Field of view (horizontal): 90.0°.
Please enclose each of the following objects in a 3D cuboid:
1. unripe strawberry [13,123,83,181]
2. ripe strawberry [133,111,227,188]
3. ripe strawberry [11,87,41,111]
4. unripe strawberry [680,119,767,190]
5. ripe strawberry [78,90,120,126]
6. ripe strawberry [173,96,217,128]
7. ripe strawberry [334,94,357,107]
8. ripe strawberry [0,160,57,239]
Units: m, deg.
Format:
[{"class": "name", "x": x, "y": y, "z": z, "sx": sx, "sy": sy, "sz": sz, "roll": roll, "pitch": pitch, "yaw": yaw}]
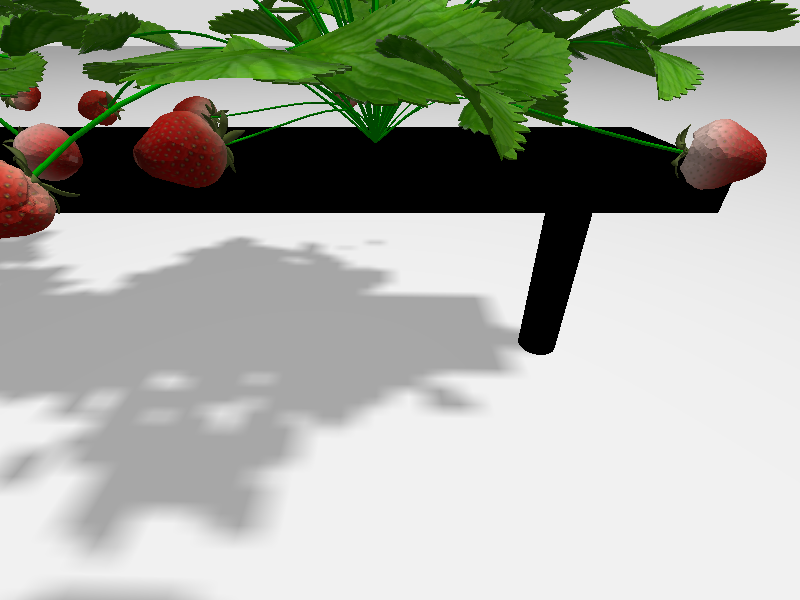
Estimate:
[{"class": "unripe strawberry", "x": -0.210, "y": -0.088, "z": 0.242, "sx": 0.034, "sy": 0.033, "sz": 0.031, "roll": 17, "pitch": 37, "yaw": 14}, {"class": "ripe strawberry", "x": -0.124, "y": -0.084, "z": 0.225, "sx": 0.046, "sy": 0.039, "sz": 0.046, "roll": 26, "pitch": 43, "yaw": 34}, {"class": "ripe strawberry", "x": -0.440, "y": -0.242, "z": 0.469, "sx": 0.034, "sy": 0.036, "sz": 0.037, "roll": 5, "pitch": 34, "yaw": 8}, {"class": "unripe strawberry", "x": 0.185, "y": -0.082, "z": 0.229, "sx": 0.039, "sy": 0.038, "sz": 0.036, "roll": 18, "pitch": 38, "yaw": 23}, {"class": "ripe strawberry", "x": -0.289, "y": -0.183, "z": 0.383, "sx": 0.031, "sy": 0.031, "sz": 0.034, "roll": 5, "pitch": 34, "yaw": 14}, {"class": "ripe strawberry", "x": -0.178, "y": -0.159, "z": 0.346, "sx": 0.035, "sy": 0.030, "sz": 0.035, "roll": 5, "pitch": 34, "yaw": 8}, {"class": "ripe strawberry", "x": -0.065, "y": -0.254, "z": 0.488, "sx": 0.034, "sy": 0.036, "sz": 0.037, "roll": -7, "pitch": 25, "yaw": -11}, {"class": "ripe strawberry", "x": -0.170, "y": -0.040, "z": 0.166, "sx": 0.039, "sy": 0.035, "sz": 0.035, "roll": 24, "pitch": -32, "yaw": 31}]
